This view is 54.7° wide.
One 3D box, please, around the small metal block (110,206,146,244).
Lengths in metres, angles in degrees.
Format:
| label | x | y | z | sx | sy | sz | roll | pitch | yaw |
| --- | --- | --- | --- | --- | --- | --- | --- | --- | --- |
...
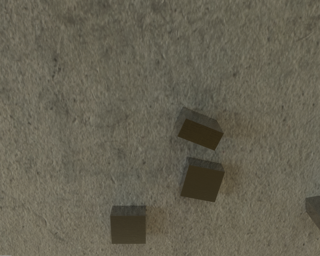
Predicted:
| label | x | y | z | sx | sy | sz | roll | pitch | yaw |
| --- | --- | --- | --- | --- | --- | --- | --- | --- | --- |
| small metal block | -0.046 | 0.144 | 0.462 | 0.050 | 0.025 | 0.050 | 0 | 110 | -1 |

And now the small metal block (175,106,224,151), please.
| label | x | y | z | sx | sy | sz | roll | pitch | yaw |
| --- | --- | --- | --- | --- | --- | --- | --- | --- | --- |
| small metal block | 0.049 | 0.000 | 0.397 | 0.050 | 0.050 | 0.025 | 21 | 109 | -8 |

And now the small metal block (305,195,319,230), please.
| label | x | y | z | sx | sy | sz | roll | pitch | yaw |
| --- | --- | --- | --- | --- | --- | --- | --- | --- | --- |
| small metal block | 0.246 | 0.121 | 0.445 | 0.050 | 0.050 | 0.025 | -10 | 110 | 3 |

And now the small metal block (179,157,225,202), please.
| label | x | y | z | sx | sy | sz | roll | pitch | yaw |
| --- | --- | --- | --- | --- | --- | --- | --- | --- | --- |
| small metal block | 0.058 | 0.073 | 0.438 | 0.050 | 0.025 | 0.050 | 12 | 110 | -5 |
